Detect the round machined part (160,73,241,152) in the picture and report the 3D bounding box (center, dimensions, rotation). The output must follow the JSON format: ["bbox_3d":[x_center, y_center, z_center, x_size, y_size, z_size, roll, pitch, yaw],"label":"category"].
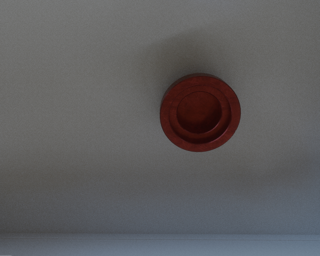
[{"bbox_3d":[0.049,-0.022,0.395,0.099,0.042,0.097,0,110,-1],"label":"round machined part"}]
